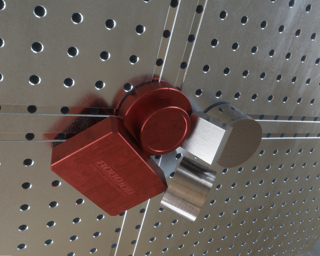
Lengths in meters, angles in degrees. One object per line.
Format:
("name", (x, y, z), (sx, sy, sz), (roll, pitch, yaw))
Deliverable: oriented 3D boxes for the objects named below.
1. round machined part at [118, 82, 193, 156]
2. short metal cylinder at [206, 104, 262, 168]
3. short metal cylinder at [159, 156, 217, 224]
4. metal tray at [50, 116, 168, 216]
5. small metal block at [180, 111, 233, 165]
("round machined part", (-0.001, -0.005, 0.391), (0.099, 0.042, 0.097), (-14, 124, -21))
("short metal cylinder", (0.100, 0.011, 0.452), (0.081, 0.050, 0.079), (-14, 124, -21))
("short metal cylinder", (0.040, 0.086, 0.438), (0.050, 0.080, 0.079), (26, 110, 8))
("metal tray", (-0.059, 0.054, 0.389), (0.090, 0.030, 0.130), (-29, 130, 9))
("small metal block", (0.060, 0.012, 0.407), (0.025, 0.050, 0.050), (-15, 129, -55))
